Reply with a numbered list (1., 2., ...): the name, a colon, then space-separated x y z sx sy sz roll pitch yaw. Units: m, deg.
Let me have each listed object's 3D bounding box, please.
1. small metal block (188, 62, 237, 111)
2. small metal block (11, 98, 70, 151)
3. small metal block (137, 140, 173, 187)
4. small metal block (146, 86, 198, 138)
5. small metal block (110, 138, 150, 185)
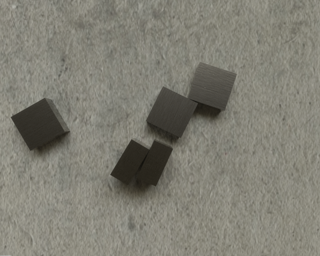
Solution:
1. small metal block: 0.067 -0.054 0.411 0.050 0.025 0.050 18 90 -1
2. small metal block: -0.156 -0.005 0.408 0.050 0.025 0.050 -30 90 -1
3. small metal block: -0.006 0.043 0.397 0.025 0.050 0.050 25 90 0
4. small metal block: 0.015 -0.021 0.410 0.050 0.025 0.050 26 90 -1
5. small metal block: -0.036 0.041 0.397 0.025 0.050 0.050 31 90 0
